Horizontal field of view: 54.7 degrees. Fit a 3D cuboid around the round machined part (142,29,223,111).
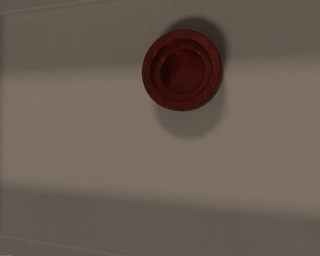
[{"bbox_3d":[0.031,-0.070,0.390,0.098,0.042,0.097,0,90,19],"label":"round machined part"}]
